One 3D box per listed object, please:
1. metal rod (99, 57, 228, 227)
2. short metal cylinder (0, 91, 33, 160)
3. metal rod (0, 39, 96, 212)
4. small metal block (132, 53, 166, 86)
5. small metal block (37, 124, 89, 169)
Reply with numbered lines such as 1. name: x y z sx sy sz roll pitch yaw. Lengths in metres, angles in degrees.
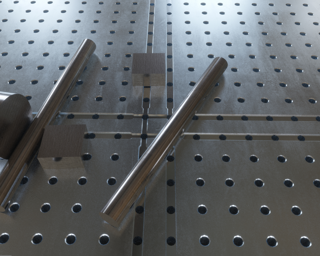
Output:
1. metal rod: 0.021 -0.003 0.410 0.025 0.025 0.301 24 54 19
2. short metal cylinder: -0.200 -0.005 0.375 0.050 0.080 0.080 8 51 7
3. metal rod: -0.150 -0.028 0.429 0.025 0.025 0.300 9 50 7
4. small metal block: -0.017 -0.092 0.484 0.050 0.025 0.050 0 50 -1
5. small metal block: -0.119 0.023 0.387 0.050 0.025 0.050 -1 50 -2
